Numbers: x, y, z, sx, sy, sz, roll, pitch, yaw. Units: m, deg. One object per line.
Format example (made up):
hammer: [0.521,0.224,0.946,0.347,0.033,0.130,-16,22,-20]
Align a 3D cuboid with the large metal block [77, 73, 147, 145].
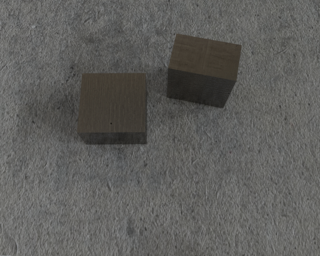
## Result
large metal block: [-0.058,-0.024,0.403,0.081,0.050,0.080,0,70,0]

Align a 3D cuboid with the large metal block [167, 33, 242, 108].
large metal block: [0.054,-0.072,0.405,0.080,0.080,0.050,11,71,4]
